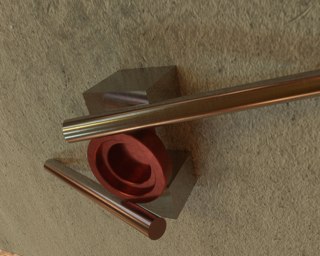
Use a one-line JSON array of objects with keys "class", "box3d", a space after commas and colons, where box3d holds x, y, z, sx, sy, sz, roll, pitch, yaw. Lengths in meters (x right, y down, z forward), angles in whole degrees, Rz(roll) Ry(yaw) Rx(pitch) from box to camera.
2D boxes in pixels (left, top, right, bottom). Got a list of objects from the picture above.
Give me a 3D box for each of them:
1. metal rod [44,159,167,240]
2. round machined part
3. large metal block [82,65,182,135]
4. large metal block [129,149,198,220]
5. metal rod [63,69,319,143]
[{"class": "metal rod", "box3d": [-0.099, 0.087, 0.440, 0.300, 0.025, 0.025, 12, 127, 49]}, {"class": "round machined part", "box3d": [-0.031, 0.036, 0.358, 0.098, 0.042, 0.097, 13, 124, 20]}, {"class": "large metal block", "box3d": [-0.028, -0.035, 0.365, 0.080, 0.080, 0.050, 1, 119, 27]}, {"class": "large metal block", "box3d": [-0.004, 0.070, 0.417, 0.080, 0.080, 0.050, 1, 119, 27]}, {"class": "metal rod", "box3d": [0.053, -0.024, 0.295, 0.301, 0.025, 0.025, -11, 115, 8]}]
